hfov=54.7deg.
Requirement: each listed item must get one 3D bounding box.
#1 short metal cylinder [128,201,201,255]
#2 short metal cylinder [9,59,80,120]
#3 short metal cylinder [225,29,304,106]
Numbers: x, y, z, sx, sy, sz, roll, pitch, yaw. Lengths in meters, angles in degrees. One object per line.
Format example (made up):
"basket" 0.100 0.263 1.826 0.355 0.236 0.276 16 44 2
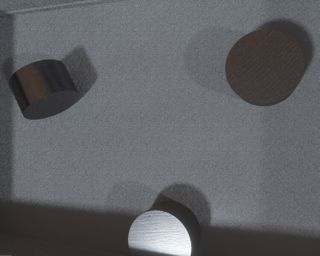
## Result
"short metal cylinder" 0.007 0.139 0.395 0.080 0.050 0.080 0 90 20
"short metal cylinder" -0.163 -0.053 0.439 0.080 0.080 0.050 -31 80 17
"short metal cylinder" 0.119 -0.066 0.355 0.080 0.050 0.080 0 90 20
